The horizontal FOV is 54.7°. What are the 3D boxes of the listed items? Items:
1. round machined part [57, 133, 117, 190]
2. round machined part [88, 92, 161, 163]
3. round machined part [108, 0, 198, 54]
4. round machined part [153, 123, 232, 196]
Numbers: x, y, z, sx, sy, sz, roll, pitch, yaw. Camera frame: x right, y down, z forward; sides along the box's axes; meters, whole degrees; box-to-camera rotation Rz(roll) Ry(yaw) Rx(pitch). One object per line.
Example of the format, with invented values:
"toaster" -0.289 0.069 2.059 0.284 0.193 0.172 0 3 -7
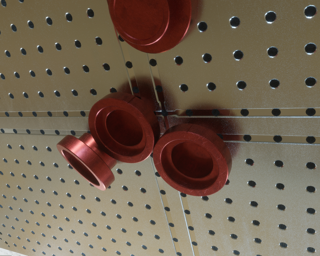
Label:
"round machined part" -0.104 0.045 0.465 0.098 0.042 0.098 33 154 19
"round machined part" -0.044 -0.004 0.419 0.098 0.042 0.097 13 124 20
"round machined part" -0.013 -0.126 0.328 0.098 0.042 0.097 13 124 20
"round machined part" 0.044 0.036 0.399 0.098 0.042 0.097 13 124 20
